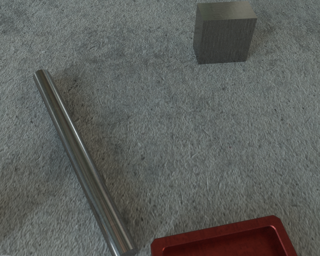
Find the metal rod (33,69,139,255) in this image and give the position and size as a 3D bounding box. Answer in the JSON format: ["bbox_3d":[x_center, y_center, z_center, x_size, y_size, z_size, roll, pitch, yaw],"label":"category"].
[{"bbox_3d":[-0.105,0.023,0.382,0.025,0.025,0.300,-23,54,-18],"label":"metal rod"}]

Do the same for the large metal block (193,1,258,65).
[{"bbox_3d":[0.100,-0.152,0.496,0.081,0.080,0.050,-4,50,-4],"label":"large metal block"}]

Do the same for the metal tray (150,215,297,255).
[{"bbox_3d":[0.063,0.138,0.284,0.131,0.030,0.090,-9,51,-8],"label":"metal tray"}]
